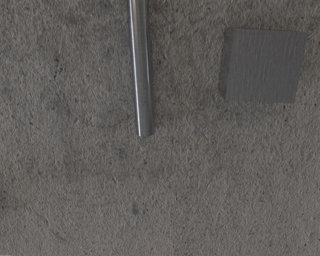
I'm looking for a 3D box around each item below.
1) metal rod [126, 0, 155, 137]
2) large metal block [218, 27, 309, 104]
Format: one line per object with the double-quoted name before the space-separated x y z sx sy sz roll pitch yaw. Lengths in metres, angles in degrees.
"metal rod" -0.025 -0.133 0.360 0.025 0.025 0.298 -2 110 1
"large metal block" 0.118 -0.076 0.370 0.081 0.050 0.079 3 110 -1
